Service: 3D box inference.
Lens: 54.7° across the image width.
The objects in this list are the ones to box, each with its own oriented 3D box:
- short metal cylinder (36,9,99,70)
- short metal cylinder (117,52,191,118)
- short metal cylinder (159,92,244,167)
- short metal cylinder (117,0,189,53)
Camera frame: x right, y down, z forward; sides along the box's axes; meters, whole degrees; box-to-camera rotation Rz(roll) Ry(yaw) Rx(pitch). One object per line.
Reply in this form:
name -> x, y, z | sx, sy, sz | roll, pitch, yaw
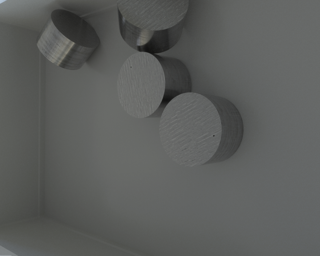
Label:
short metal cylinder -> -0.144, -0.138, 0.487 | 0.050, 0.081, 0.080 | -43, 65, 31
short metal cylinder -> -0.008, -0.053, 0.393 | 0.080, 0.050, 0.079 | 3, 94, 40
short metal cylinder -> 0.046, 0.002, 0.351 | 0.080, 0.050, 0.079 | 0, 90, 39
short metal cylinder -> -0.010, -0.137, 0.369 | 0.050, 0.081, 0.080 | 106, 148, -73
